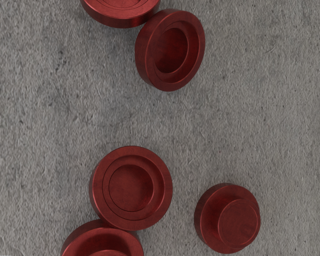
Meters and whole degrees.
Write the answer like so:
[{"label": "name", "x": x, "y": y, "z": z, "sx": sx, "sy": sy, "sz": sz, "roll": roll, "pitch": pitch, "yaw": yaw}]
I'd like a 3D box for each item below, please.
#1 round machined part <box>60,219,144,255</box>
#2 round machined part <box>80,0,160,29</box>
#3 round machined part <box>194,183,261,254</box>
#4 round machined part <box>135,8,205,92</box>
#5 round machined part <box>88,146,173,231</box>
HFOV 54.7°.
[{"label": "round machined part", "x": -0.067, "y": 0.161, "z": 0.364, "sx": 0.099, "sy": 0.042, "sz": 0.097, "roll": -4, "pitch": 105, "yaw": -15}, {"label": "round machined part", "x": -0.048, "y": -0.162, "z": 0.372, "sx": 0.099, "sy": 0.042, "sz": 0.098, "roll": 2, "pitch": 75, "yaw": -8}, {"label": "round machined part", "x": 0.101, "y": 0.130, "z": 0.437, "sx": 0.099, "sy": 0.042, "sz": 0.097, "roll": 0, "pitch": 90, "yaw": -20}, {"label": "round machined part", "x": 0.008, "y": -0.098, "z": 0.387, "sx": 0.099, "sy": 0.042, "sz": 0.097, "roll": -24, "pitch": 128, "yaw": -33}, {"label": "round machined part", "x": -0.038, "y": 0.073, "z": 0.377, "sx": 0.099, "sy": 0.042, "sz": 0.098, "roll": 8, "pitch": 70, "yaw": -23}]
